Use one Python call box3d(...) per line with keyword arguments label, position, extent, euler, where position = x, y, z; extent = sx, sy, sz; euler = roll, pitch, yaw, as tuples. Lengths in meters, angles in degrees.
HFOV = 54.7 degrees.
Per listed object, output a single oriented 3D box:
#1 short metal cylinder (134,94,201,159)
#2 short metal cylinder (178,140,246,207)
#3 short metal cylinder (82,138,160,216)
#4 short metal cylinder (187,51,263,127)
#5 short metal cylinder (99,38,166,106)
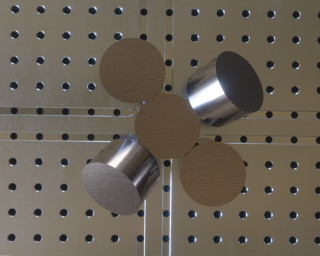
box3d(label="short metal cylinder", position=(0.009, -0.002, 0.401), extent=(0.081, 0.050, 0.079), euler=(0, 90, -1))
box3d(label="short metal cylinder", position=(0.065, 0.056, 0.402), extent=(0.081, 0.050, 0.079), euler=(0, 90, -1))
box3d(label="short metal cylinder", position=(-0.047, 0.060, 0.380), extent=(0.080, 0.050, 0.079), euler=(15, 127, 21))
box3d(label="short metal cylinder", position=(0.080, -0.047, 0.382), extent=(0.081, 0.050, 0.080), euler=(16, 61, -31))
box3d(label="short metal cylinder", position=(-0.034, -0.070, 0.400), extent=(0.081, 0.050, 0.079), euler=(0, 90, -1))
